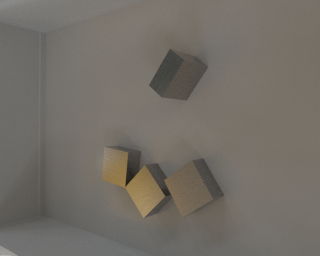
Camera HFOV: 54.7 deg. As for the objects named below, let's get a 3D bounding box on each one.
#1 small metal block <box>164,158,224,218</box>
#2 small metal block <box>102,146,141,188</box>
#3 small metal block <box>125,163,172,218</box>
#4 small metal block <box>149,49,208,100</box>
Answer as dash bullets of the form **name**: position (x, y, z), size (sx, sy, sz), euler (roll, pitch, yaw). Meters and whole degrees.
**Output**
- **small metal block**: position (0.040, 0.072, 0.372), size (0.050, 0.025, 0.050), euler (-41, 65, 32)
- **small metal block**: position (-0.057, 0.055, 0.451), size (0.050, 0.025, 0.050), euler (9, 96, 39)
- **small metal block**: position (-0.013, 0.083, 0.415), size (0.050, 0.025, 0.050), euler (-50, 61, 28)
- **small metal block**: position (0.023, -0.062, 0.370), size (0.025, 0.050, 0.050), euler (47, 118, 29)
